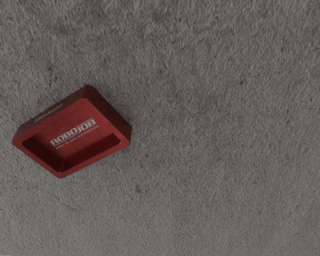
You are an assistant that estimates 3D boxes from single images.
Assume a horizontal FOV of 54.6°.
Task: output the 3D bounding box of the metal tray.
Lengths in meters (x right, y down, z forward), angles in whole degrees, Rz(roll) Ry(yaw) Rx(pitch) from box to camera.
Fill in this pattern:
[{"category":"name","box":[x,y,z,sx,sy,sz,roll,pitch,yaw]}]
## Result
[{"category":"metal tray","box":[-0.115,0.010,0.411,0.130,0.030,0.090,-27,125,21]}]
